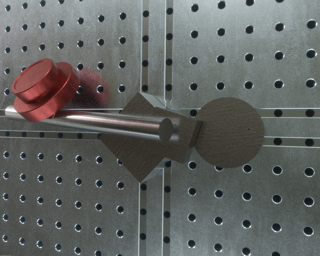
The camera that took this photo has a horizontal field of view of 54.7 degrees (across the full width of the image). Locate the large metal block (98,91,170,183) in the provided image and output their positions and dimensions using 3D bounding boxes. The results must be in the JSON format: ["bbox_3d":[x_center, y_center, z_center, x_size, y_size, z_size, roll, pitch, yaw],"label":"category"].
[{"bbox_3d":[-0.017,0.011,0.402,0.080,0.050,0.080,45,104,14],"label":"large metal block"}]

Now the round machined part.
[{"bbox_3d":[-0.164,-0.059,0.431,0.098,0.042,0.098,-18,44,19],"label":"round machined part"}]

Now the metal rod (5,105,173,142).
[{"bbox_3d":[-0.114,-0.011,0.405,0.300,0.025,0.025,6,92,36],"label":"metal rod"}]

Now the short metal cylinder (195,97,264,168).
[{"bbox_3d":[0.083,0.005,0.370,0.080,0.050,0.079,0,90,19],"label":"short metal cylinder"}]

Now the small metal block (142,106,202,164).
[{"bbox_3d":[0.014,0.007,0.351,0.050,0.025,0.050,20,96,18],"label":"small metal block"}]
